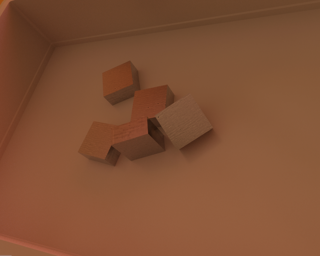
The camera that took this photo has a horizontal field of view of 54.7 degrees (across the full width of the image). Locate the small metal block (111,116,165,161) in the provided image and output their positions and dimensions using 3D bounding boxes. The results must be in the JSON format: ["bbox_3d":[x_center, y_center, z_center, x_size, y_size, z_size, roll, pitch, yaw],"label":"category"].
[{"bbox_3d":[-0.027,0.015,0.393,0.050,0.050,0.025,-18,55,18],"label":"small metal block"}]

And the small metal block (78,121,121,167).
[{"bbox_3d":[-0.078,0.021,0.432,0.050,0.025,0.050,10,67,32],"label":"small metal block"}]

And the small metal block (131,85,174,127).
[{"bbox_3d":[-0.010,-0.028,0.427,0.050,0.025,0.050,-9,58,23],"label":"small metal block"}]

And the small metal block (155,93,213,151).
[{"bbox_3d":[0.030,-0.007,0.379,0.050,0.025,0.050,-33,85,6],"label":"small metal block"}]

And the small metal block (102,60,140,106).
[{"bbox_3d":[-0.060,-0.069,0.478,0.050,0.025,0.050,-21,54,15],"label":"small metal block"}]
